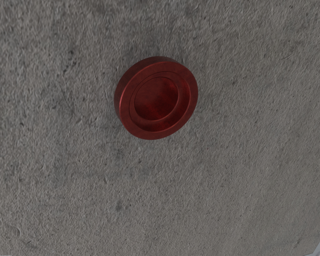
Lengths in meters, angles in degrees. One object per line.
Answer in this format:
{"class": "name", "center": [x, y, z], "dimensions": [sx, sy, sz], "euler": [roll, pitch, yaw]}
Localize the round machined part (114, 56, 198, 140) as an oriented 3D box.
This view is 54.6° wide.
{"class": "round machined part", "center": [-0.007, -0.038, 0.368], "dimensions": [0.099, 0.042, 0.097], "euler": [-14, 124, -21]}
